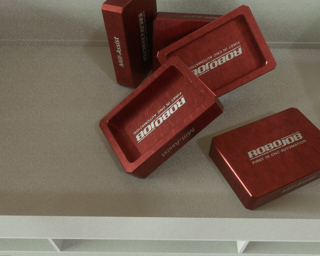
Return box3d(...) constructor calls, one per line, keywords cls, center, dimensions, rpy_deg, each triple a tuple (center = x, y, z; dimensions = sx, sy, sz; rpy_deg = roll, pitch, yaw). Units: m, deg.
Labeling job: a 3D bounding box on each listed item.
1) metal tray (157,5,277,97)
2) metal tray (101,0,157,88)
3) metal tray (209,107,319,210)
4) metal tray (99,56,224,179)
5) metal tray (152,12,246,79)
box3d(cls="metal tray", center=(0.073, -0.090, 0.413), dimensions=(0.130, 0.030, 0.090), rpy_deg=(-27, 96, 8))
box3d(cls="metal tray", center=(-0.036, -0.134, 0.448), dimensions=(0.030, 0.129, 0.090), rpy_deg=(18, 52, 19))
box3d(cls="metal tray", center=(0.138, 0.032, 0.376), dimensions=(0.131, 0.030, 0.090), rpy_deg=(-19, 53, -16))
box3d(cls="metal tray", center=(-0.002, -0.014, 0.372), dimensions=(0.130, 0.030, 0.090), rpy_deg=(-41, 56, 7))
box3d(cls="metal tray", center=(0.056, -0.120, 0.460), dimensions=(0.131, 0.089, 0.030), rpy_deg=(4, 38, 3))
